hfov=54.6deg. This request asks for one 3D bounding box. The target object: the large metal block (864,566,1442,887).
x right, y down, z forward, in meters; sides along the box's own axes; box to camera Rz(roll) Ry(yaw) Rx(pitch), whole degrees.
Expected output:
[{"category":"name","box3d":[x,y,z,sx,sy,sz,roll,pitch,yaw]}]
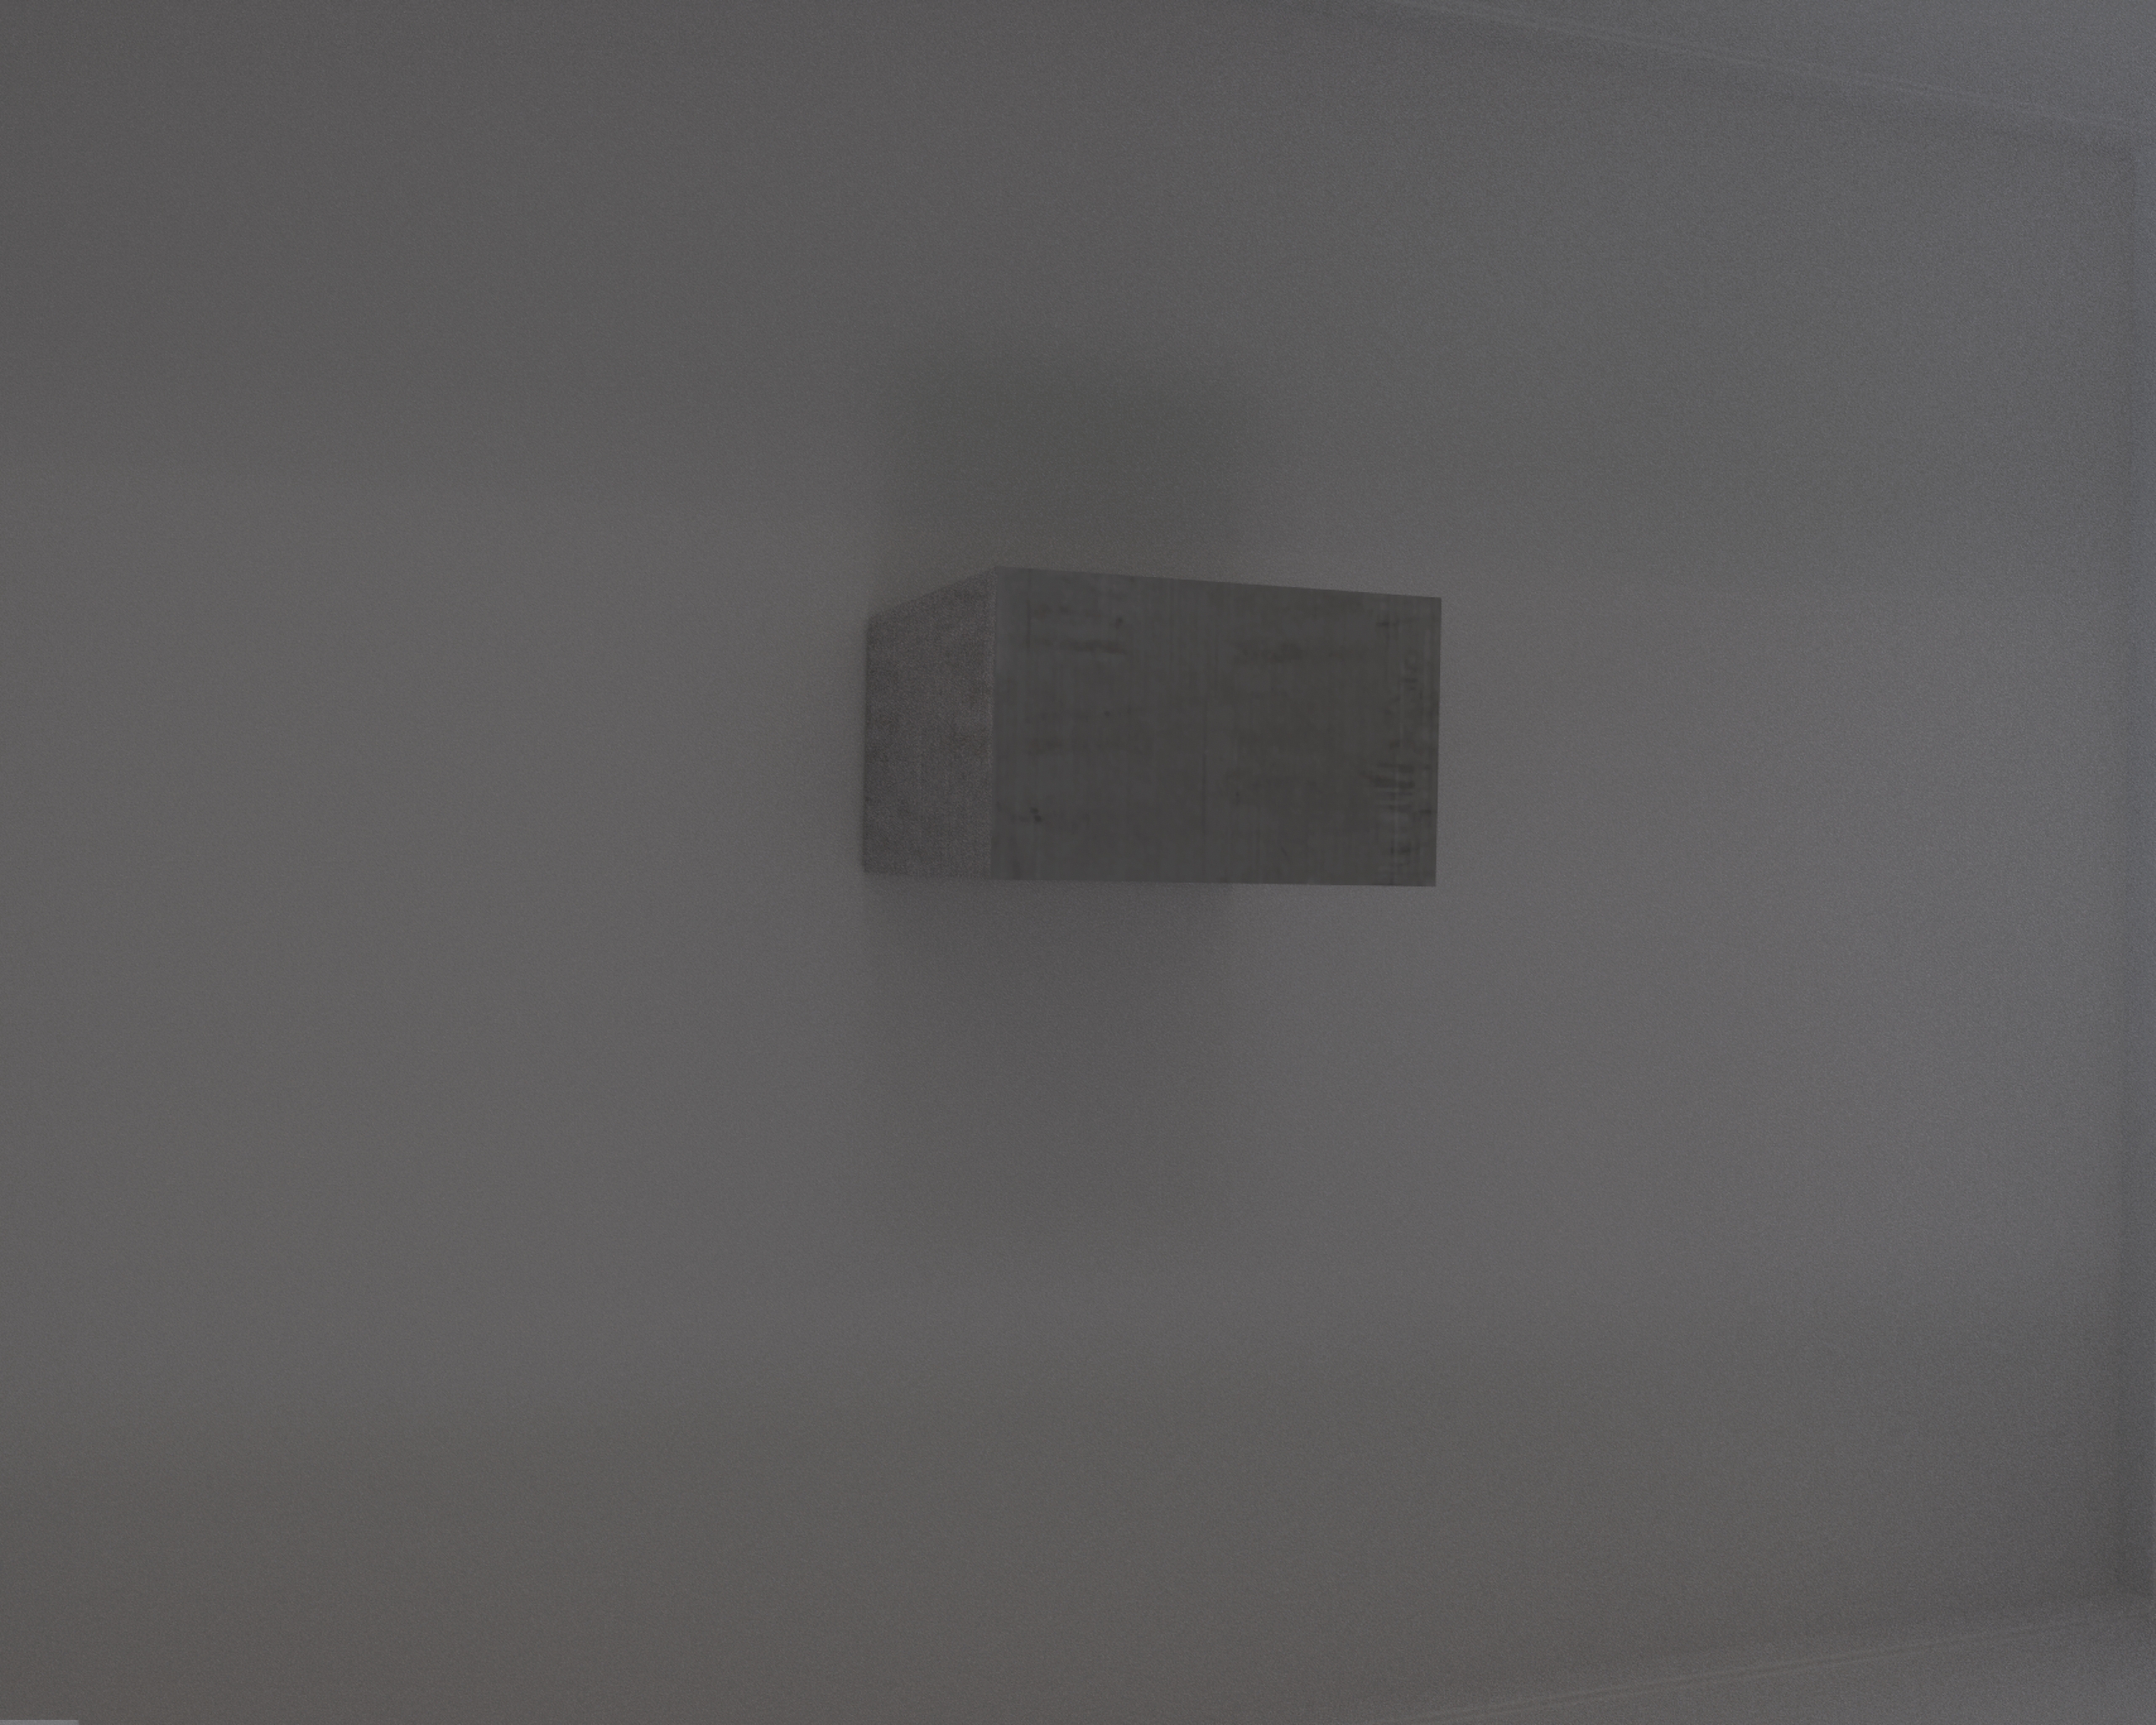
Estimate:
[{"category":"large metal block","box3d":[0.011,-0.022,0.382,0.081,0.080,0.050,1,90,-20]}]
